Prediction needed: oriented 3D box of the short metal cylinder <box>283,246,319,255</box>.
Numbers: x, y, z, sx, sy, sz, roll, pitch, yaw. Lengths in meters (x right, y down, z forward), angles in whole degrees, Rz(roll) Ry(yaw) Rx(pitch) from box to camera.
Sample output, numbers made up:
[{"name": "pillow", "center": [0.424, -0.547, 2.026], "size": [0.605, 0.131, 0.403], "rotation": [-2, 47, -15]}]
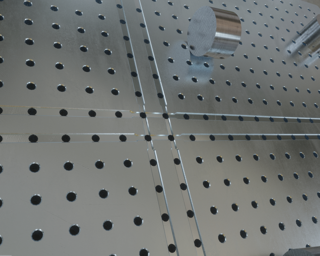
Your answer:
[{"name": "short metal cylinder", "center": [0.187, 0.182, 0.362], "size": [0.050, 0.080, 0.080], "rotation": [6, 59, -25]}]

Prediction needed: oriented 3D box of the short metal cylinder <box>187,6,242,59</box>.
[{"name": "short metal cylinder", "center": [0.089, -0.157, 0.516], "size": [0.050, 0.080, 0.080], "rotation": [-1, 62, -29]}]

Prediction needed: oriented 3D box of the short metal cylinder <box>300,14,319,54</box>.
[{"name": "short metal cylinder", "center": [0.381, -0.221, 0.732], "size": [0.081, 0.050, 0.080], "rotation": [14, 56, -21]}]
